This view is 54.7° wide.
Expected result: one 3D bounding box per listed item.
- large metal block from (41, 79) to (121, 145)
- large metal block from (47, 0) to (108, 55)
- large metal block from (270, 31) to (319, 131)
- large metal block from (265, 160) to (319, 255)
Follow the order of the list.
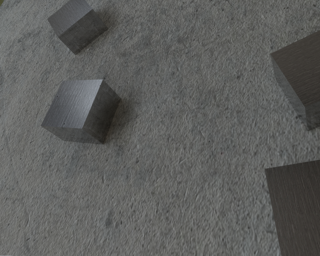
[{"bbox_3d":[-0.117,-0.025,0.464,0.080,0.050,0.080,3,63,29],"label":"large metal block"},{"bbox_3d":[-0.159,-0.200,0.594,0.080,0.050,0.080,-38,51,2],"label":"large metal block"},{"bbox_3d":[0.176,-0.055,0.329,0.080,0.050,0.080,-24,53,13],"label":"large metal block"},{"bbox_3d":[0.143,0.074,0.267,0.080,0.050,0.080,-13,56,21],"label":"large metal block"}]
